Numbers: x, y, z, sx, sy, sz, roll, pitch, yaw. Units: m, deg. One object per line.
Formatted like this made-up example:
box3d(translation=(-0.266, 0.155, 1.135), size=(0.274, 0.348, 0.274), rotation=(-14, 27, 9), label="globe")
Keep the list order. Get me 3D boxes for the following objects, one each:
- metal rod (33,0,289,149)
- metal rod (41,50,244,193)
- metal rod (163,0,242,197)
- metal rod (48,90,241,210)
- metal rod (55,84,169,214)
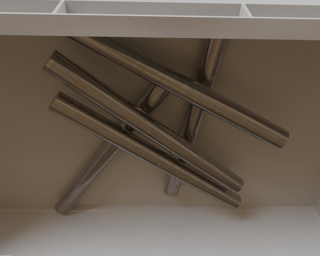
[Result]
box3d(translation=(0.013, -0.052, 0.338), size=(0.301, 0.025, 0.025), rotation=(26, 125, -12), label="metal rod")
box3d(translation=(-0.001, 0.007, 0.380), size=(0.301, 0.025, 0.025), rotation=(34, 122, -26), label="metal rod")
box3d(translation=(0.043, -0.012, 0.399), size=(0.025, 0.025, 0.298), rotation=(7, 130, -7), label="metal rod")
box3d(translation=(-0.003, 0.041, 0.409), size=(0.301, 0.025, 0.025), rotation=(32, 123, -25), label="metal rod")
box3d(translation=(-0.079, 0.040, 0.442), size=(0.025, 0.025, 0.298), rotation=(28, 125, -22), label="metal rod")
